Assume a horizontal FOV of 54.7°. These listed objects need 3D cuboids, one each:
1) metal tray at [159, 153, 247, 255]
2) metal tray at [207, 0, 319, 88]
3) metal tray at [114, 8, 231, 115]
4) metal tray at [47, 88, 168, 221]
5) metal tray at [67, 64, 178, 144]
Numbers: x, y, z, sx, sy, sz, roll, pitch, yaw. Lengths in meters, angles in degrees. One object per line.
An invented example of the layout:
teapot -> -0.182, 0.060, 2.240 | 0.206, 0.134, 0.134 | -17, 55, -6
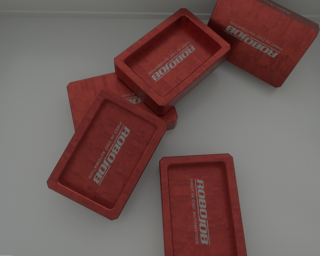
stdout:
metal tray -> 0.048, 0.099, 0.371 | 0.091, 0.030, 0.130 | -3, 70, -2
metal tray -> 0.130, -0.125, 0.420 | 0.130, 0.089, 0.030 | 32, 43, 10
metal tray -> 0.017, -0.090, 0.408 | 0.130, 0.030, 0.090 | -42, 77, -17
metal tray -> -0.060, 0.030, 0.369 | 0.090, 0.030, 0.130 | 29, 85, -3
metal tray -> -0.051, -0.030, 0.417 | 0.131, 0.030, 0.090 | -14, 71, -6
